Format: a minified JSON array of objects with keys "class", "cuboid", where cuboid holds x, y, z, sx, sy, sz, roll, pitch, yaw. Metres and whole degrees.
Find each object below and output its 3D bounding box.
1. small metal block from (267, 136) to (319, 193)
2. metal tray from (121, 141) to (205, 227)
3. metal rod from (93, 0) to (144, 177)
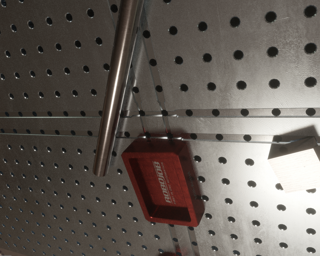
[{"class":"small metal block","cuboid":[0.159,0.043,0.354,0.050,0.025,0.050,-22,107,35]},{"class":"metal tray","cuboid":[0.006,0.082,0.454,0.090,0.030,0.129,-3,117,29]},{"class":"metal rod","cuboid":[-0.061,-0.044,0.414,0.025,0.025,0.298,26,128,11]}]
